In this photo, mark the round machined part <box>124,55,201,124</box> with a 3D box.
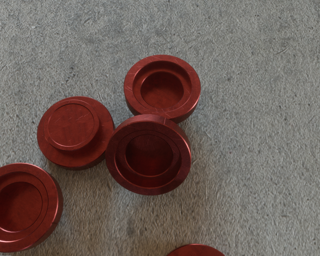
[{"bbox_3d":[0.003,-0.046,0.413,0.099,0.042,0.098,1,66,-1],"label":"round machined part"}]

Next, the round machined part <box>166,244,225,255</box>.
[{"bbox_3d":[0.041,0.177,0.334,0.099,0.042,0.098,0,70,0],"label":"round machined part"}]

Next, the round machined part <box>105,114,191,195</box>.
[{"bbox_3d":[-0.012,0.028,0.370,0.099,0.042,0.097,2,114,4],"label":"round machined part"}]

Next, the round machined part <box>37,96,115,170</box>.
[{"bbox_3d":[-0.109,0.003,0.397,0.099,0.042,0.098,0,70,0],"label":"round machined part"}]

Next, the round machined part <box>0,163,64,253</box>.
[{"bbox_3d":[-0.163,0.093,0.364,0.099,0.042,0.098,0,70,0],"label":"round machined part"}]
